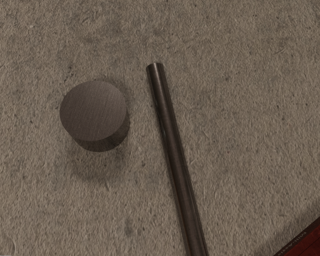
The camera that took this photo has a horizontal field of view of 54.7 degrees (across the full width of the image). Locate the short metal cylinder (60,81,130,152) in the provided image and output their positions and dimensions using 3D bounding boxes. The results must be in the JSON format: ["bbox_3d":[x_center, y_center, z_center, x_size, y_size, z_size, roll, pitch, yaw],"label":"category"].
[{"bbox_3d":[-0.081,-0.014,0.399,0.081,0.050,0.080,0,70,0],"label":"short metal cylinder"}]

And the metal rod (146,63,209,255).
[{"bbox_3d":[0.023,0.052,0.389,0.025,0.025,0.299,-11,70,-4],"label":"metal rod"}]

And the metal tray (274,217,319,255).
[{"bbox_3d":[0.178,0.169,0.345,0.131,0.030,0.090,-34,74,-12],"label":"metal tray"}]
